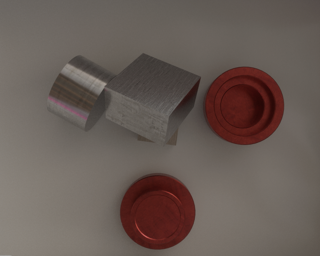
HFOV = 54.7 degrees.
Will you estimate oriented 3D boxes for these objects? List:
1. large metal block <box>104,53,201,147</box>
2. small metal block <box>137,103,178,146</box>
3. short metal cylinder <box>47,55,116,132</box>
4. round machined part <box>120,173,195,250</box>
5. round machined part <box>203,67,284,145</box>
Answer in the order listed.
[{"bbox_3d":[-0.008,-0.036,0.369,0.080,0.050,0.080,26,49,16],"label":"large metal block"},{"bbox_3d":[-0.001,-0.005,0.411,0.050,0.025,0.050,8,90,-1],"label":"small metal block"},{"bbox_3d":[-0.093,-0.042,0.383,0.050,0.080,0.080,29,90,-1],"label":"short metal cylinder"},{"bbox_3d":[-0.003,0.110,0.403,0.099,0.042,0.097,0,90,-1],"label":"round machined part"},{"bbox_3d":[0.105,-0.028,0.404,0.099,0.042,0.097,0,90,-1],"label":"round machined part"}]
